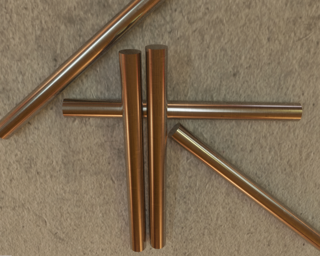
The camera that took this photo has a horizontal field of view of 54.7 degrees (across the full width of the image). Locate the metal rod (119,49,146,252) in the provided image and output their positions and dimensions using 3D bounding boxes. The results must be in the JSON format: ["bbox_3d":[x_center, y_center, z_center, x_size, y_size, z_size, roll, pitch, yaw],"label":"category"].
[{"bbox_3d":[-0.033,0.048,0.408,0.025,0.025,0.298,0,117,-1],"label":"metal rod"}]

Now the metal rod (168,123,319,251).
[{"bbox_3d":[0.135,0.091,0.445,0.301,0.025,0.025,37,106,-13],"label":"metal rod"}]

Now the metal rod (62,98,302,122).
[{"bbox_3d":[0.029,-0.023,0.401,0.302,0.025,0.025,1,110,-1],"label":"metal rod"}]

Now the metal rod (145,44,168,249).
[{"bbox_3d":[-0.003,0.044,0.406,0.025,0.025,0.298,0,117,0],"label":"metal rod"}]

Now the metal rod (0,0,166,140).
[{"bbox_3d":[-0.093,-0.085,0.377,0.300,0.025,0.025,-38,106,12],"label":"metal rod"}]
